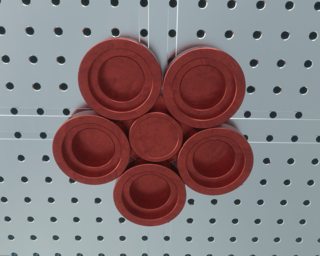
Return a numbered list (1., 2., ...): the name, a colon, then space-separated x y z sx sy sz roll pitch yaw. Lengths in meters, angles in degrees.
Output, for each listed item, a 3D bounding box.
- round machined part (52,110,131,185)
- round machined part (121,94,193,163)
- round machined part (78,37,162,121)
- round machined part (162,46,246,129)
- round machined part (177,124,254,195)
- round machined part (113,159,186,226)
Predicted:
1. round machined part: -0.087 0.023 0.411 0.099 0.042 0.097 0 110 0
2. round machined part: -0.005 0.006 0.406 0.099 0.042 0.097 0 110 0
3. round machined part: -0.047 -0.062 0.381 0.099 0.042 0.097 0 110 0
4. round machined part: 0.052 -0.052 0.385 0.099 0.042 0.097 0 110 0
5. round machined part: 0.071 0.038 0.419 0.099 0.042 0.097 0 110 0
6. round machined part: -0.014 0.085 0.435 0.099 0.042 0.097 0 110 0
